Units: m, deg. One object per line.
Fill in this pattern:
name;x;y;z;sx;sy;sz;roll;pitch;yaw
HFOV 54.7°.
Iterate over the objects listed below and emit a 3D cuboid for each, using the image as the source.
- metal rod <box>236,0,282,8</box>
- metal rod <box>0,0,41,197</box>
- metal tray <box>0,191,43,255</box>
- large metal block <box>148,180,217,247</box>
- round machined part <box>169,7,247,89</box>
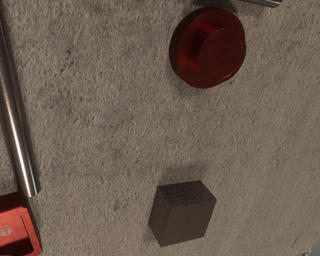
metal rod;0.011;-0.159;0.315;0.303;0.025;0.025;-2;119;-28
metal rod;-0.149;-0.054;0.292;0.025;0.025;0.298;-12;124;-23
metal tray;-0.218;0.135;0.368;0.131;0.030;0.089;-15;125;-21
large metal block;0.034;0.135;0.495;0.081;0.050;0.079;-2;120;-28
round machined part;0.064;-0.092;0.376;0.099;0.042;0.097;-14;125;-21
